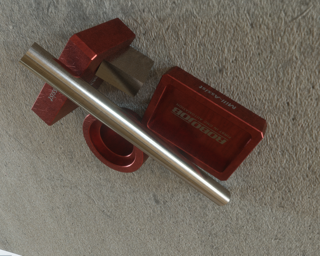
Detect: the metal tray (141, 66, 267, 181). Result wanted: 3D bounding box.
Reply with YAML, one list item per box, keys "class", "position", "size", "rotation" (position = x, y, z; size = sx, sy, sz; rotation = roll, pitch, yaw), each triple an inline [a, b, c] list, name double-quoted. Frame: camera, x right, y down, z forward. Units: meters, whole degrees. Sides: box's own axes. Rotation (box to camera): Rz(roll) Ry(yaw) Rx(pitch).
- class: "metal tray"
  position: [0.048, -0.004, 0.376]
  size: [0.130, 0.030, 0.089]
  rotation: [33, 129, 6]

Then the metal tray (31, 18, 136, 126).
- class: "metal tray"
  position: [-0.092, -0.066, 0.371]
  size: [0.030, 0.090, 0.129]
  rotation: [45, 129, -3]

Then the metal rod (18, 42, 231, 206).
- class: "metal rod"
  position: [-0.019, 0.013, 0.356]
  size: [0.301, 0.025, 0.025]
  rotation: [38, 133, -27]

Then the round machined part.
- class: "round machined part"
  position: [-0.054, 0.010, 0.426]
  size: [0.098, 0.042, 0.097]
  rotation: [18, 131, 23]

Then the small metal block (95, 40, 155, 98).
- class: "small metal block"
  position: [-0.039, -0.070, 0.362]
  size: [0.050, 0.050, 0.025]
  rotation: [31, 132, -10]
